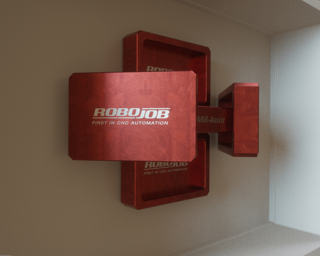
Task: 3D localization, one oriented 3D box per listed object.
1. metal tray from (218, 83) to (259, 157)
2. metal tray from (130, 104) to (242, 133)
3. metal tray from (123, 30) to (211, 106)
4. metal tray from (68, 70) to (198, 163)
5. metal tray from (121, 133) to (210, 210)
[{"bbox_3d":[0.105,-0.010,0.433,0.030,0.130,0.089,1,90,2],"label":"metal tray"},{"bbox_3d":[0.029,-0.010,0.387,0.131,0.090,0.030,0,90,-41],"label":"metal tray"},{"bbox_3d":[0.013,-0.070,0.412,0.131,0.030,0.089,0,91,-41],"label":"metal tray"},{"bbox_3d":[-0.027,-0.012,0.322,0.030,0.131,0.089,3,87,-82],"label":"metal tray"},{"bbox_3d":[0.012,0.051,0.409,0.131,0.030,0.089,0,90,-41],"label":"metal tray"}]
